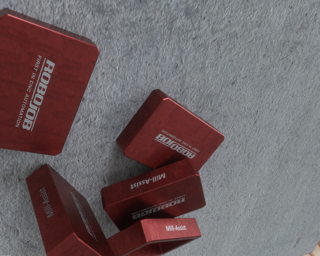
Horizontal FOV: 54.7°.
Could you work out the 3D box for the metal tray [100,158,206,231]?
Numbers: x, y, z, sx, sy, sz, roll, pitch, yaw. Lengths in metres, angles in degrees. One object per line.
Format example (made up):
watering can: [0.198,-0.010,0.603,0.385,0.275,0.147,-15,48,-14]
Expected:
metal tray: [-0.006,0.098,0.435,0.131,0.030,0.090,-19,137,-2]

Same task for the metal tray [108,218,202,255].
metal tray: [-0.010,0.166,0.461,0.090,0.030,0.131,-36,148,26]

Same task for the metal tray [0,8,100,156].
metal tray: [-0.127,-0.039,0.310,0.091,0.030,0.129,13,111,-34]

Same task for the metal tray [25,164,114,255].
metal tray: [-0.100,0.106,0.349,0.030,0.130,0.090,-38,130,-9]

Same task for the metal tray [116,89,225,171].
metal tray: [0.018,0.016,0.423,0.131,0.030,0.090,30,102,-38]
